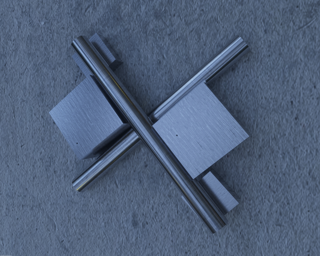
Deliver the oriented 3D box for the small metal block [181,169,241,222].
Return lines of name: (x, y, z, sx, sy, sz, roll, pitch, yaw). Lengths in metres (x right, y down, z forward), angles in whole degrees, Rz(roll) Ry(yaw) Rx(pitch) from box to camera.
small metal block: (0.064, 0.087, 0.388, 0.050, 0.025, 0.050, -45, 76, 14)

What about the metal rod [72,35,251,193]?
metal rod: (-0.008, -0.010, 0.414, 0.299, 0.025, 0.025, -40, 77, 15)

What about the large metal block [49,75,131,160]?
large metal block: (-0.090, -0.014, 0.427, 0.080, 0.050, 0.080, -39, 78, 16)

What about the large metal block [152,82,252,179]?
large metal block: (0.052, 0.003, 0.378, 0.080, 0.050, 0.080, -41, 77, 15)

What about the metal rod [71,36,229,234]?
metal rod: (-0.020, -0.001, 0.390, 0.025, 0.025, 0.300, -41, 77, 15)

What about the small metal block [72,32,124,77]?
small metal block: (-0.089, -0.098, 0.442, 0.050, 0.025, 0.050, -39, 78, 15)
